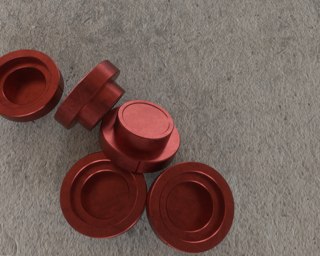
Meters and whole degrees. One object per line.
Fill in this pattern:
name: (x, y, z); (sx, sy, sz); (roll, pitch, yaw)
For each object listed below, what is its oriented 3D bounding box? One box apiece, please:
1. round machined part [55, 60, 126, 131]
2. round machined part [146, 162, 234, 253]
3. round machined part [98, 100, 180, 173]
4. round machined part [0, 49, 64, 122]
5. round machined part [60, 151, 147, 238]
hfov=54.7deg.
round machined part: (-0.080, -0.034, 0.385); (0.042, 0.098, 0.098); (41, 74, -7)
round machined part: (0.032, 0.090, 0.358); (0.099, 0.042, 0.098); (4, 74, -13)
round machined part: (-0.022, 0.003, 0.374); (0.099, 0.042, 0.098); (13, 41, -11)
round machined part: (-0.178, -0.053, 0.417); (0.099, 0.042, 0.098); (0, 70, 0)
round machined part: (-0.064, 0.080, 0.369); (0.099, 0.042, 0.098); (0, 70, 0)
